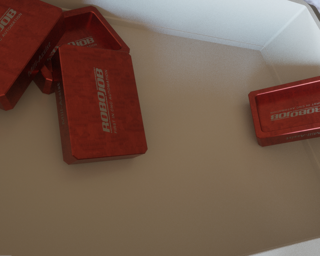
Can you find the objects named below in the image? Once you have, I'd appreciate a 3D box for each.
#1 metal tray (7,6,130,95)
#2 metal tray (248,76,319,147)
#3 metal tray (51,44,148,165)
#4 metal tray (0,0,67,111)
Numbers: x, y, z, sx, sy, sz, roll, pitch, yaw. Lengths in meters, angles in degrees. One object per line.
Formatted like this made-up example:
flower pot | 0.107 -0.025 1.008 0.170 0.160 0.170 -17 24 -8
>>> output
metal tray | -0.116 -0.107 0.405 0.131 0.030 0.090 -32 80 -38
metal tray | 0.211 -0.027 0.480 0.030 0.130 0.090 53 31 -53
metal tray | -0.070 -0.028 0.359 0.091 0.030 0.129 -2 76 -36
metal tray | -0.174 -0.091 0.337 0.090 0.030 0.130 21 63 1
